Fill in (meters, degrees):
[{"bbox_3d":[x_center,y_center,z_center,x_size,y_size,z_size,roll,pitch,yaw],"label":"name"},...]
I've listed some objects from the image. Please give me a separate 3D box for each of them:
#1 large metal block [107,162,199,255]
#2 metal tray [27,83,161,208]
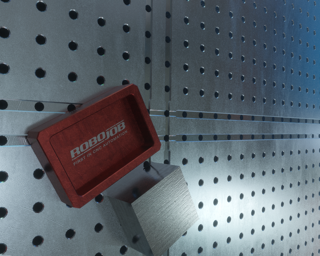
[{"bbox_3d":[-0.006,0.100,0.388,0.081,0.050,0.080,-32,110,-35],"label":"large metal block"},{"bbox_3d":[-0.066,0.015,0.350,0.131,0.030,0.090,-34,111,-35],"label":"metal tray"}]
